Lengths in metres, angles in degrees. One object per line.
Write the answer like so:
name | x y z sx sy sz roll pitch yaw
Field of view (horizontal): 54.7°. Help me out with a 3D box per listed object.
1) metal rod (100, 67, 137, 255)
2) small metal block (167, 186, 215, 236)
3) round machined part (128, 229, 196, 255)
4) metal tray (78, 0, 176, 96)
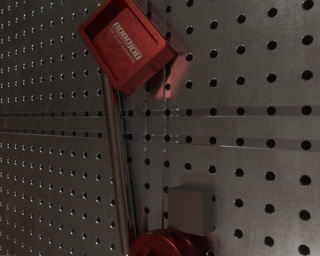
metal rod | -0.062 0.030 0.458 0.025 0.025 0.298 -13 82 39
small metal block | 0.037 0.099 0.377 0.050 0.025 0.050 -3 88 39
round machined part | 0.009 0.176 0.389 0.098 0.042 0.097 0 90 39
metal tray | -0.049 -0.120 0.427 0.090 0.030 0.130 -40 65 13
